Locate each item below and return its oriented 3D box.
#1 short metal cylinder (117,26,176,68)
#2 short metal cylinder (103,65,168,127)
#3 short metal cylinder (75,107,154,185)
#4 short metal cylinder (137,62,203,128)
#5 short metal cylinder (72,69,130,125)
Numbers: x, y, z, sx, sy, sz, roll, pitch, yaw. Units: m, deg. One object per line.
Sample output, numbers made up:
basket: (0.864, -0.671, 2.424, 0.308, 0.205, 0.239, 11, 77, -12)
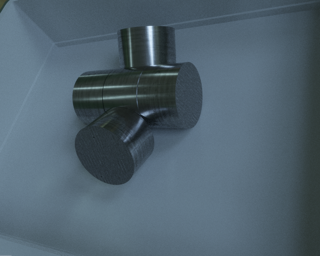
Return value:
short metal cylinder: (-0.018, -0.111, 0.437, 0.080, 0.080, 0.050, 2, 101, 29)
short metal cylinder: (-0.030, -0.041, 0.409, 0.050, 0.080, 0.080, 1, 62, 29)
short metal cylinder: (-0.054, 0.021, 0.374, 0.080, 0.080, 0.050, 0, 28, 28)
short metal cylinder: (0.015, -0.040, 0.385, 0.050, 0.080, 0.080, 1, 62, 29)
short metal cylinder: (-0.074, -0.041, 0.433, 0.050, 0.080, 0.080, 1, 62, 29)
